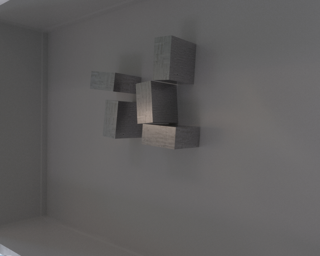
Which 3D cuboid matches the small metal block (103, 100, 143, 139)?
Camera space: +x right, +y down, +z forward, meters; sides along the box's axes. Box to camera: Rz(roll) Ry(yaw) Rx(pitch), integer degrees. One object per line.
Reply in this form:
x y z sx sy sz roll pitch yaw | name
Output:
-0.050 -0.012 0.432 0.025 0.050 0.050 10 96 40 | small metal block

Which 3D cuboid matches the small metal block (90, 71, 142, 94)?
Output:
-0.063 -0.065 0.443 0.050 0.050 0.025 12 98 39 | small metal block

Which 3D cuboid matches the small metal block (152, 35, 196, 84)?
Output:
0.018 -0.080 0.376 0.025 0.050 0.050 6 94 40 | small metal block

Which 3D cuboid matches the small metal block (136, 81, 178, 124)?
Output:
-0.003 -0.031 0.393 0.025 0.050 0.050 -4 87 40 | small metal block

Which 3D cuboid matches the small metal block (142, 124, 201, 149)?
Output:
0.014 0.009 0.379 0.050 0.050 0.025 6 94 40 | small metal block
